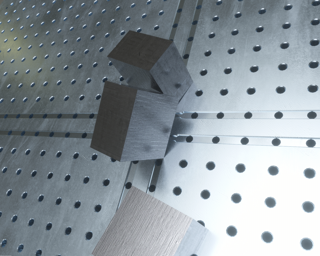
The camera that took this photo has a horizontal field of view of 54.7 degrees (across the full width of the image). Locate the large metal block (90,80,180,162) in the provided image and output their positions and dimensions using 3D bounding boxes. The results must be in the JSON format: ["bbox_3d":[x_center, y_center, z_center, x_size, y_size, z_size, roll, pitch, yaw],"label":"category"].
[{"bbox_3d":[-0.028,-0.007,0.373,0.050,0.080,0.079,20,100,35],"label":"large metal block"}]

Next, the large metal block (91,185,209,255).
[{"bbox_3d":[-0.009,0.119,0.323,0.080,0.050,0.080,21,72,35],"label":"large metal block"}]

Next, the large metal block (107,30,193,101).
[{"bbox_3d":[-0.012,-0.080,0.426,0.080,0.080,0.050,26,73,36],"label":"large metal block"}]
